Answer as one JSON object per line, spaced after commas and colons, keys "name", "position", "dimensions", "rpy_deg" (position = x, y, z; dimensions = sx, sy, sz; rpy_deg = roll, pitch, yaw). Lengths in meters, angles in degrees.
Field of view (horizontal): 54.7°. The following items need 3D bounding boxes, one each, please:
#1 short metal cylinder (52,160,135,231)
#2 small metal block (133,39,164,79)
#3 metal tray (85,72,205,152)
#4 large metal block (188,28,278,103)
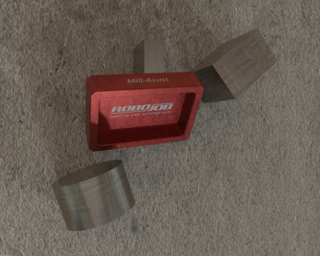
{"name": "short metal cylinder", "position": [-0.074, 0.074, 0.353], "dimensions": [0.081, 0.080, 0.050], "rpy_deg": [-19, 97, -19]}
{"name": "small metal block", "position": [-0.015, -0.080, 0.390], "dimensions": [0.025, 0.050, 0.050], "rpy_deg": [0, 90, -20]}
{"name": "metal tray", "position": [-0.020, -0.020, 0.371], "dimensions": [0.131, 0.030, 0.089], "rpy_deg": [-6, 134, -20]}
{"name": "large metal block", "position": [0.092, -0.079, 0.414], "dimensions": [0.080, 0.080, 0.050], "rpy_deg": [-41, 103, -15]}
